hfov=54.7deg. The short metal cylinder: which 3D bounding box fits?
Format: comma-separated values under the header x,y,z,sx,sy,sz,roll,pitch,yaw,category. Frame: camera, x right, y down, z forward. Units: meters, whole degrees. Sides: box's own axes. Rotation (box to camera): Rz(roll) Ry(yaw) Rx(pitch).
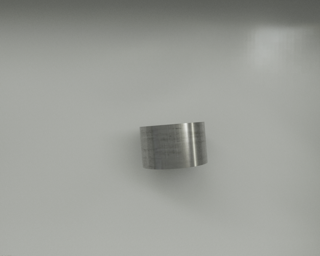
x,y,z,sx,sy,sz,roll,pitch,yaw,category
0.017,0.020,0.384,0.081,0.080,0.050,-5,90,-1,short metal cylinder
